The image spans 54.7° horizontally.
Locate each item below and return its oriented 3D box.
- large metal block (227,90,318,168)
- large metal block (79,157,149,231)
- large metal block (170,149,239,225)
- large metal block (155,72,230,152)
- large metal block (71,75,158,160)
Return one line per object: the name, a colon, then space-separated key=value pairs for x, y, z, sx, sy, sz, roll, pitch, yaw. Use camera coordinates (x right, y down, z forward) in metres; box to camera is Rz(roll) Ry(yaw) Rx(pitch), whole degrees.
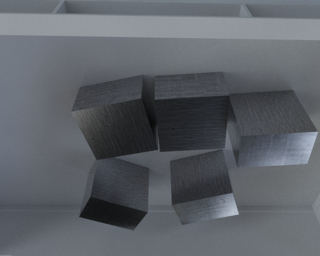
large metal block: x=0.128 y=-0.001 z=0.375 sx=0.080 sy=0.080 sz=0.050 roll=-3 pitch=130 yaw=2
large metal block: x=-0.064 y=0.092 z=0.450 sx=0.080 sy=0.080 sz=0.050 roll=20 pitch=127 yaw=-17
large metal block: x=0.062 y=0.084 z=0.446 sx=0.080 sy=0.080 sz=0.050 roll=-14 pitch=129 yaw=11
large metal block: x=0.037 y=-0.019 z=0.377 sx=0.080 sy=0.050 sz=0.079 roll=-3 pitch=130 yaw=2
large metal block: x=-0.050 y=-0.012 z=0.382 sx=0.080 sy=0.050 sz=0.080 roll=-10 pitch=130 yaw=8
